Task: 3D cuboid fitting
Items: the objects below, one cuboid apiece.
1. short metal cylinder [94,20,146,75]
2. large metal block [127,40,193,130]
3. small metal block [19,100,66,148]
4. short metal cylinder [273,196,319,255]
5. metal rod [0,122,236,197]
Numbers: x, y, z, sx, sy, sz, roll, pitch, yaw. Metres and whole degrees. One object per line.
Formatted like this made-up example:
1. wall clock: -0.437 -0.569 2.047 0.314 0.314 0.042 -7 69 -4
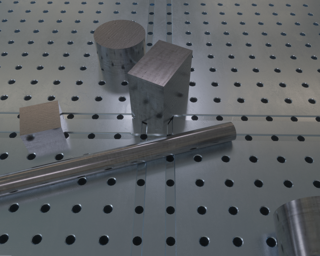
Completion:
1. short metal cylinder: -0.063 -0.131 0.501 0.081 0.050 0.080 0 50 0
2. large metal block: 0.002 -0.059 0.421 0.050 0.080 0.080 23 54 18
3. small metal block: -0.156 -0.006 0.411 0.050 0.025 0.050 -13 51 -11
4. short metal cylinder: 0.150 0.104 0.286 0.080 0.080 0.050 4 50 3
5. metal rod: -0.051 0.036 0.376 0.302 0.025 0.025 -13 51 -11
